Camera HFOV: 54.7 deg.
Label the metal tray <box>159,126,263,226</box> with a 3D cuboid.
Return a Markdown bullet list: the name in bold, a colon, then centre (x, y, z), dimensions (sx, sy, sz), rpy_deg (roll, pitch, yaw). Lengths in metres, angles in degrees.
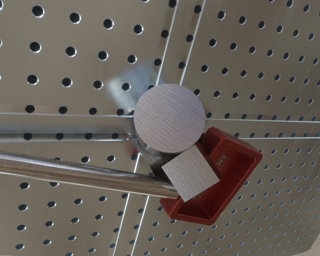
- **metal tray**: centre (0.070, 0.070, 0.423), dimensions (0.091, 0.030, 0.129), rpy_deg (23, 106, -37)

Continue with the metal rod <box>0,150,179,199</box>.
- **metal rod**: centre (-0.116, 0.047, 0.340), dimensions (0.302, 0.025, 0.025), rpy_deg (13, 112, -22)

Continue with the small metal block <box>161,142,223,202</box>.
- **small metal block**: centre (0.039, 0.053, 0.373), dimensions (0.050, 0.050, 0.025), rpy_deg (-36, 172, 17)

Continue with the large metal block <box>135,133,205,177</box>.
- **large metal block**: centre (0.023, 0.043, 0.434), dimensions (0.080, 0.050, 0.080), rpy_deg (-31, 129, -9)

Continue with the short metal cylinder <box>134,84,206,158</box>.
- **short metal cylinder**: centre (0.010, -0.007, 0.370), dimensions (0.080, 0.080, 0.050), rpy_deg (-31, 171, -9)
